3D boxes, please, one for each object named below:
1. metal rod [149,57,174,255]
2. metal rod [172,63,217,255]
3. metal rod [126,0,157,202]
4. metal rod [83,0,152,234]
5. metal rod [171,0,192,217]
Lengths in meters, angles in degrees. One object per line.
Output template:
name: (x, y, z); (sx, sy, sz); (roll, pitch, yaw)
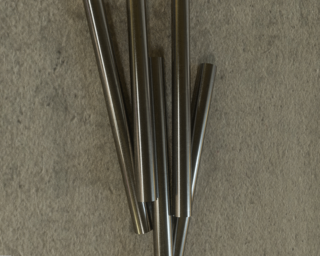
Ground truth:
metal rod: (0.000, 0.058, 0.398); (0.025, 0.025, 0.298); (-2, 86, -20)
metal rod: (0.040, 0.059, 0.425); (0.025, 0.025, 0.298); (12, 86, -20)
metal rod: (-0.025, -0.061, 0.386); (0.025, 0.025, 0.298); (-2, 86, -20)
metal rod: (-0.052, -0.013, 0.390); (0.025, 0.025, 0.298); (-14, 95, -20)
metal rod: (0.028, -0.037, 0.408); (0.025, 0.025, 0.298); (2, 85, -20)
